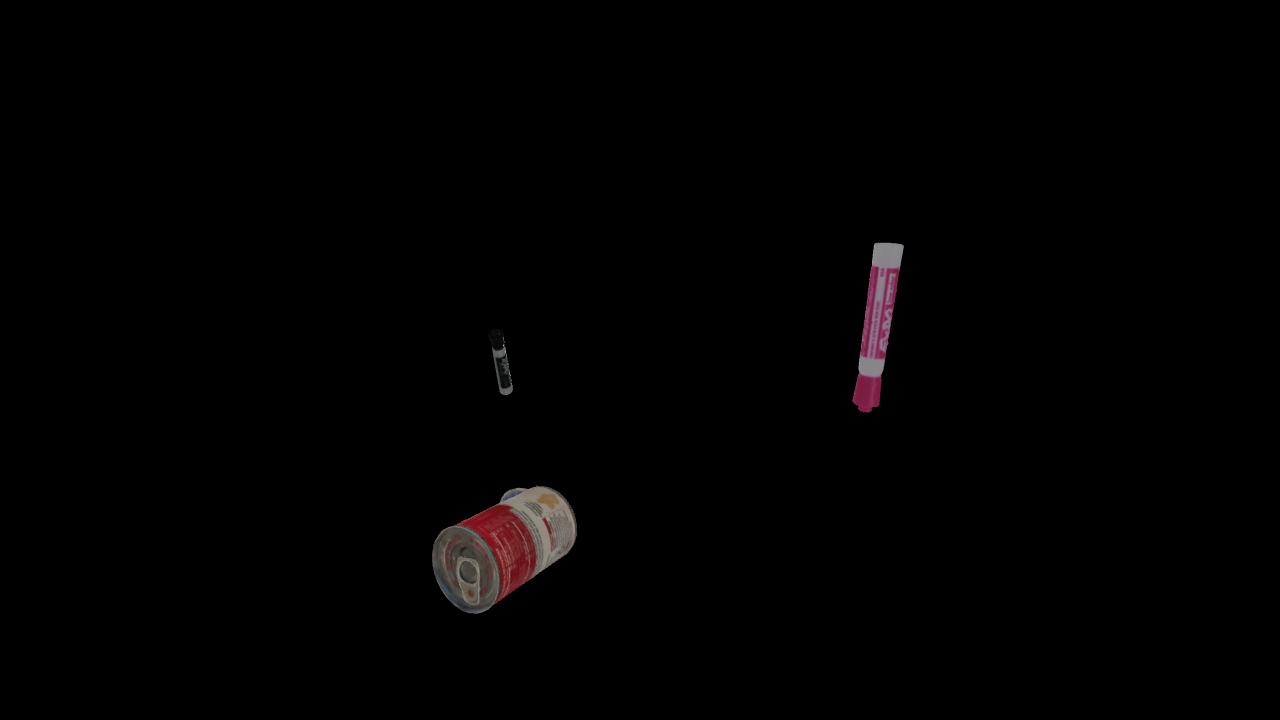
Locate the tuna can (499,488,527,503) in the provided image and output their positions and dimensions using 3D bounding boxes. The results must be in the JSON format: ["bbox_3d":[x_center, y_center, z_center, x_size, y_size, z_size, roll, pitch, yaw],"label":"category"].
[{"bbox_3d":[-0.178,0.237,0.931,0.084,0.034,0.084,26,30,-16],"label":"tuna can"}]

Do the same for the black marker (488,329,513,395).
[{"bbox_3d":[-0.185,0.003,0.817,0.020,0.020,0.121,0,-41,-4],"label":"black marker"}]

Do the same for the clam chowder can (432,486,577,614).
[{"bbox_3d":[-0.105,0.149,0.498,0.068,0.068,0.102,0,8,30],"label":"clam chowder can"}]

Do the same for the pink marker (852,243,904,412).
[{"bbox_3d":[0.166,-0.021,0.433,0.020,0.121,0.020,2,17,0],"label":"pink marker"}]
